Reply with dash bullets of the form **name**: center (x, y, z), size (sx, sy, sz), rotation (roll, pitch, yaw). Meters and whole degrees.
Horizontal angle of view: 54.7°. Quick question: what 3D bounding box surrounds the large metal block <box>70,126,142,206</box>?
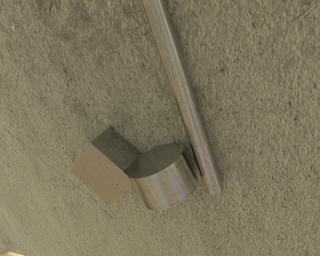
- **large metal block**: center (-0.075, 0.057, 0.466), size (0.080, 0.050, 0.080), rotation (42, 129, -1)

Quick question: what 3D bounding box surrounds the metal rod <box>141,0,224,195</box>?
- **metal rod**: center (0.026, -0.047, 0.363), size (0.025, 0.025, 0.298), rotation (-7, 115, 31)

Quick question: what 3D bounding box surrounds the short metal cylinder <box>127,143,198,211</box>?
- **short metal cylinder**: center (0.004, 0.062, 0.408), size (0.080, 0.080, 0.050), rotation (-14, 111, 34)
